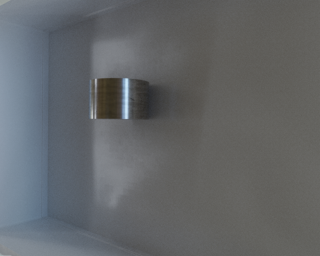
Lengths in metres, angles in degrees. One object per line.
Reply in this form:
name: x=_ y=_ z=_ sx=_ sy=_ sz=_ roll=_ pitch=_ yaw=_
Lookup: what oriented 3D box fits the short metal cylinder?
short metal cylinder: x=-0.055 y=-0.037 z=0.418 sx=0.080 sy=0.081 sz=0.050 roll=1 pitch=91 yaw=40
